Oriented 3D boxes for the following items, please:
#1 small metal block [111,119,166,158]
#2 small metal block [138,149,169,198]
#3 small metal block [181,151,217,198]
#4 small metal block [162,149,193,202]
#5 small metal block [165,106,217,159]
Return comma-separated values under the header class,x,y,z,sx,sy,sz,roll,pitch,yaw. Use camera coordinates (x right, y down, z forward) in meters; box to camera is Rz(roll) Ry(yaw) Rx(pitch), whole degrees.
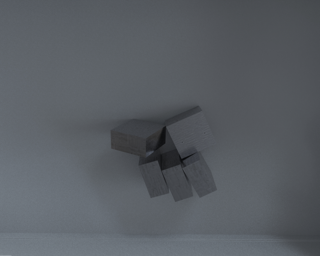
class,x,y,z,sx,sy,sz,roll,pitch,yaw
small metal block,-0.027,0.011,0.392,0.050,0.050,0.025,12,113,26
small metal block,-0.008,0.057,0.419,0.025,0.050,0.050,-16,109,6
small metal block,0.051,0.057,0.419,0.025,0.050,0.050,-27,108,10
small metal block,0.023,0.063,0.421,0.025,0.050,0.050,-20,109,7
small metal block,0.040,0.006,0.412,0.050,0.025,0.050,-24,109,4
